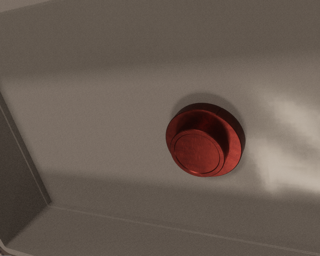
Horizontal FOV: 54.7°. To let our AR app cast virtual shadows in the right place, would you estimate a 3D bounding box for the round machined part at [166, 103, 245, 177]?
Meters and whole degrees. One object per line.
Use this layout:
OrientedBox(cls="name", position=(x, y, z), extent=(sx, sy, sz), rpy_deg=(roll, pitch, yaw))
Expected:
OrientedBox(cls="round machined part", position=(0.052, 0.021, 0.383), extent=(0.098, 0.042, 0.097), rpy_deg=(13, 124, 20))
